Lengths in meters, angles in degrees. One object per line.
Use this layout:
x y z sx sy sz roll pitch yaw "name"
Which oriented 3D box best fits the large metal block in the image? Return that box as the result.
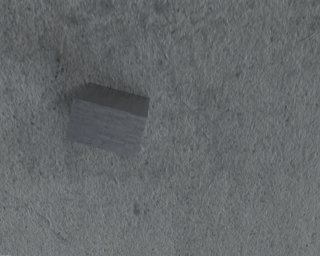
-0.059 -0.013 0.375 0.080 0.080 0.050 15 110 -6 "large metal block"
